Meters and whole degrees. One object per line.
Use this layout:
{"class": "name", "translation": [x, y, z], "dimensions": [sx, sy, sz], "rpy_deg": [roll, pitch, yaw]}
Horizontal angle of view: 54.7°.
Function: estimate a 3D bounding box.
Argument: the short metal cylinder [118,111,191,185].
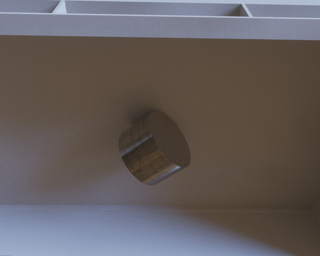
{"class": "short metal cylinder", "translation": [-0.006, 0.025, 0.391], "dimensions": [0.050, 0.080, 0.080], "rpy_deg": [-34, 123, 25]}
